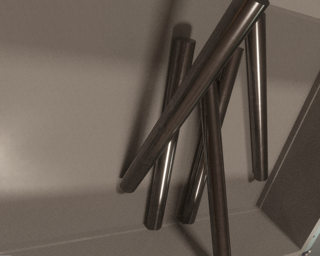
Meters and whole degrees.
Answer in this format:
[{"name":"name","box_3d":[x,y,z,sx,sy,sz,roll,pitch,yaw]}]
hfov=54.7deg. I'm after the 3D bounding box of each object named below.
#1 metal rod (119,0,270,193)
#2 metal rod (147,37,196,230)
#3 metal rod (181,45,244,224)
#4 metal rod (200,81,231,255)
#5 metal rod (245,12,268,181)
[{"name":"metal rod","box_3d":[0.013,-0.009,0.335,0.025,0.025,0.298,0,143,-29]},{"name":"metal rod","box_3d":[0.010,0.027,0.432,0.025,0.025,0.298,-6,121,-26]},{"name":"metal rod","box_3d":[0.072,0.027,0.466,0.025,0.025,0.298,-5,121,-27]},{"name":"metal rod","box_3d":[0.078,0.086,0.427,0.025,0.025,0.298,-9,97,-24]},{"name":"metal rod","box_3d":[0.152,-0.026,0.478,0.025,0.025,0.298,-26,128,-13]}]
